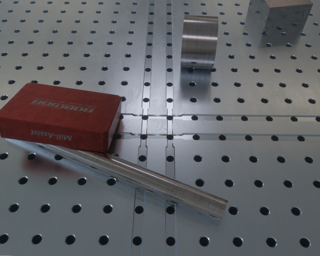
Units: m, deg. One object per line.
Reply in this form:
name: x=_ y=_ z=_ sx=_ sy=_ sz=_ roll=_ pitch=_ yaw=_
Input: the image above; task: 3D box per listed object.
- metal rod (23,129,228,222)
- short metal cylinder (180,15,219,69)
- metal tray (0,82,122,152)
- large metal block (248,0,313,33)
metal rod: x=-0.068 y=0.041 z=0.372 sx=0.301 sy=0.025 sz=0.025 roll=19 pitch=53 yaw=15
short metal cylinder: x=0.061 y=-0.134 z=0.485 sx=0.050 sy=0.080 sz=0.080 roll=5 pitch=50 yaw=4
metal tray: x=-0.122 y=-0.017 z=0.394 sx=0.131 sy=0.030 sz=0.090 roll=8 pitch=34 yaw=0
large metal block: x=0.224 y=-0.228 z=0.585 sx=0.081 sy=0.050 sz=0.080 roll=-8 pitch=51 yaw=-7
